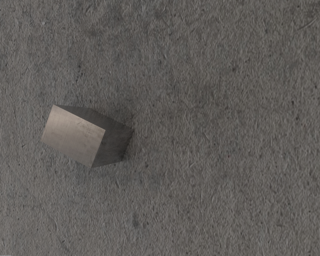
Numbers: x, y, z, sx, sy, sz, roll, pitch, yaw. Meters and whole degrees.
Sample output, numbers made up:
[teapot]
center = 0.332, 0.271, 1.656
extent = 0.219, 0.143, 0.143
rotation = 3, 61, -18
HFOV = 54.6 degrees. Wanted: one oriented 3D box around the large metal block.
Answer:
[large metal block]
center = -0.093, 0.009, 0.413
extent = 0.080, 0.080, 0.050
rotation = 25, 98, 18
